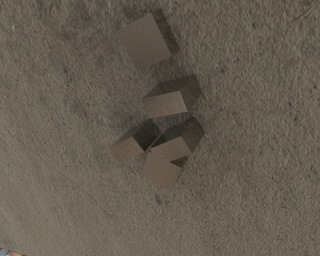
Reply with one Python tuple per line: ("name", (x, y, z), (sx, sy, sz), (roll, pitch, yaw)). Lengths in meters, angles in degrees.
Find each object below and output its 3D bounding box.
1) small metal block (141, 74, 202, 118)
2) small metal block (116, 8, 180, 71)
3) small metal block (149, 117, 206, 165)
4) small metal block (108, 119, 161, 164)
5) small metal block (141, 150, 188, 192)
("small metal block", (0.015, -0.037, 0.360), (0.050, 0.050, 0.025), (-9, 114, 32))
("small metal block", (-0.013, -0.099, 0.352), (0.050, 0.025, 0.050), (-16, 110, 34))
("small metal block", (0.023, 0.016, 0.389), (0.050, 0.050, 0.025), (-24, 105, 37))
("small metal block", (-0.034, 0.017, 0.419), (0.050, 0.050, 0.025), (-28, 103, 37))
("small metal block", (0.006, 0.055, 0.438), (0.050, 0.025, 0.050), (27, 128, 11))
